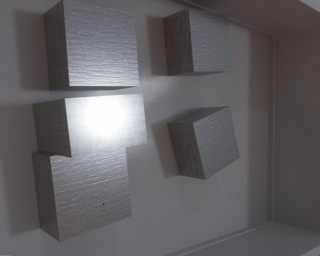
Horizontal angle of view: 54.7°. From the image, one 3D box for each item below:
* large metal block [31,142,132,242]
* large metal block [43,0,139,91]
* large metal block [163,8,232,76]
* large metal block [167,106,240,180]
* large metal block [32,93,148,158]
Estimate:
[{"bbox_3d":[-0.081,0.060,0.324,0.081,0.050,0.079,-9,96,-40],"label":"large metal block"},{"bbox_3d":[-0.072,-0.082,0.331,0.081,0.050,0.079,-6,94,-40],"label":"large metal block"},{"bbox_3d":[0.054,-0.117,0.438,0.081,0.050,0.079,-9,96,-40],"label":"large metal block"},{"bbox_3d":[0.064,0.019,0.447,0.081,0.050,0.080,-23,105,-38],"label":"large metal block"},{"bbox_3d":[-0.071,-0.005,0.312,0.081,0.080,0.050,-9,96,-40],"label":"large metal block"}]
